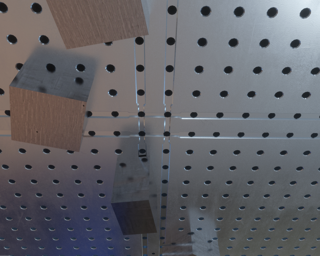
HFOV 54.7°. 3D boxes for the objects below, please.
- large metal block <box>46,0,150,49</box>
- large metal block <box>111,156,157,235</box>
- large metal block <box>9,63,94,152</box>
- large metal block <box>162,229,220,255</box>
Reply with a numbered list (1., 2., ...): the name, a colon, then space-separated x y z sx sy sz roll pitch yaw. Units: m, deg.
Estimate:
1. large metal block: -0.058 -0.127 0.286 0.080 0.050 0.080 -8 130 6
2. large metal block: -0.035 0.100 0.461 0.050 0.080 0.080 -6 130 4
3. large metal block: -0.129 -0.023 0.374 0.081 0.050 0.079 11 129 -10
4. large metal block: 0.061 0.253 0.612 0.080 0.050 0.080 35 122 -26
